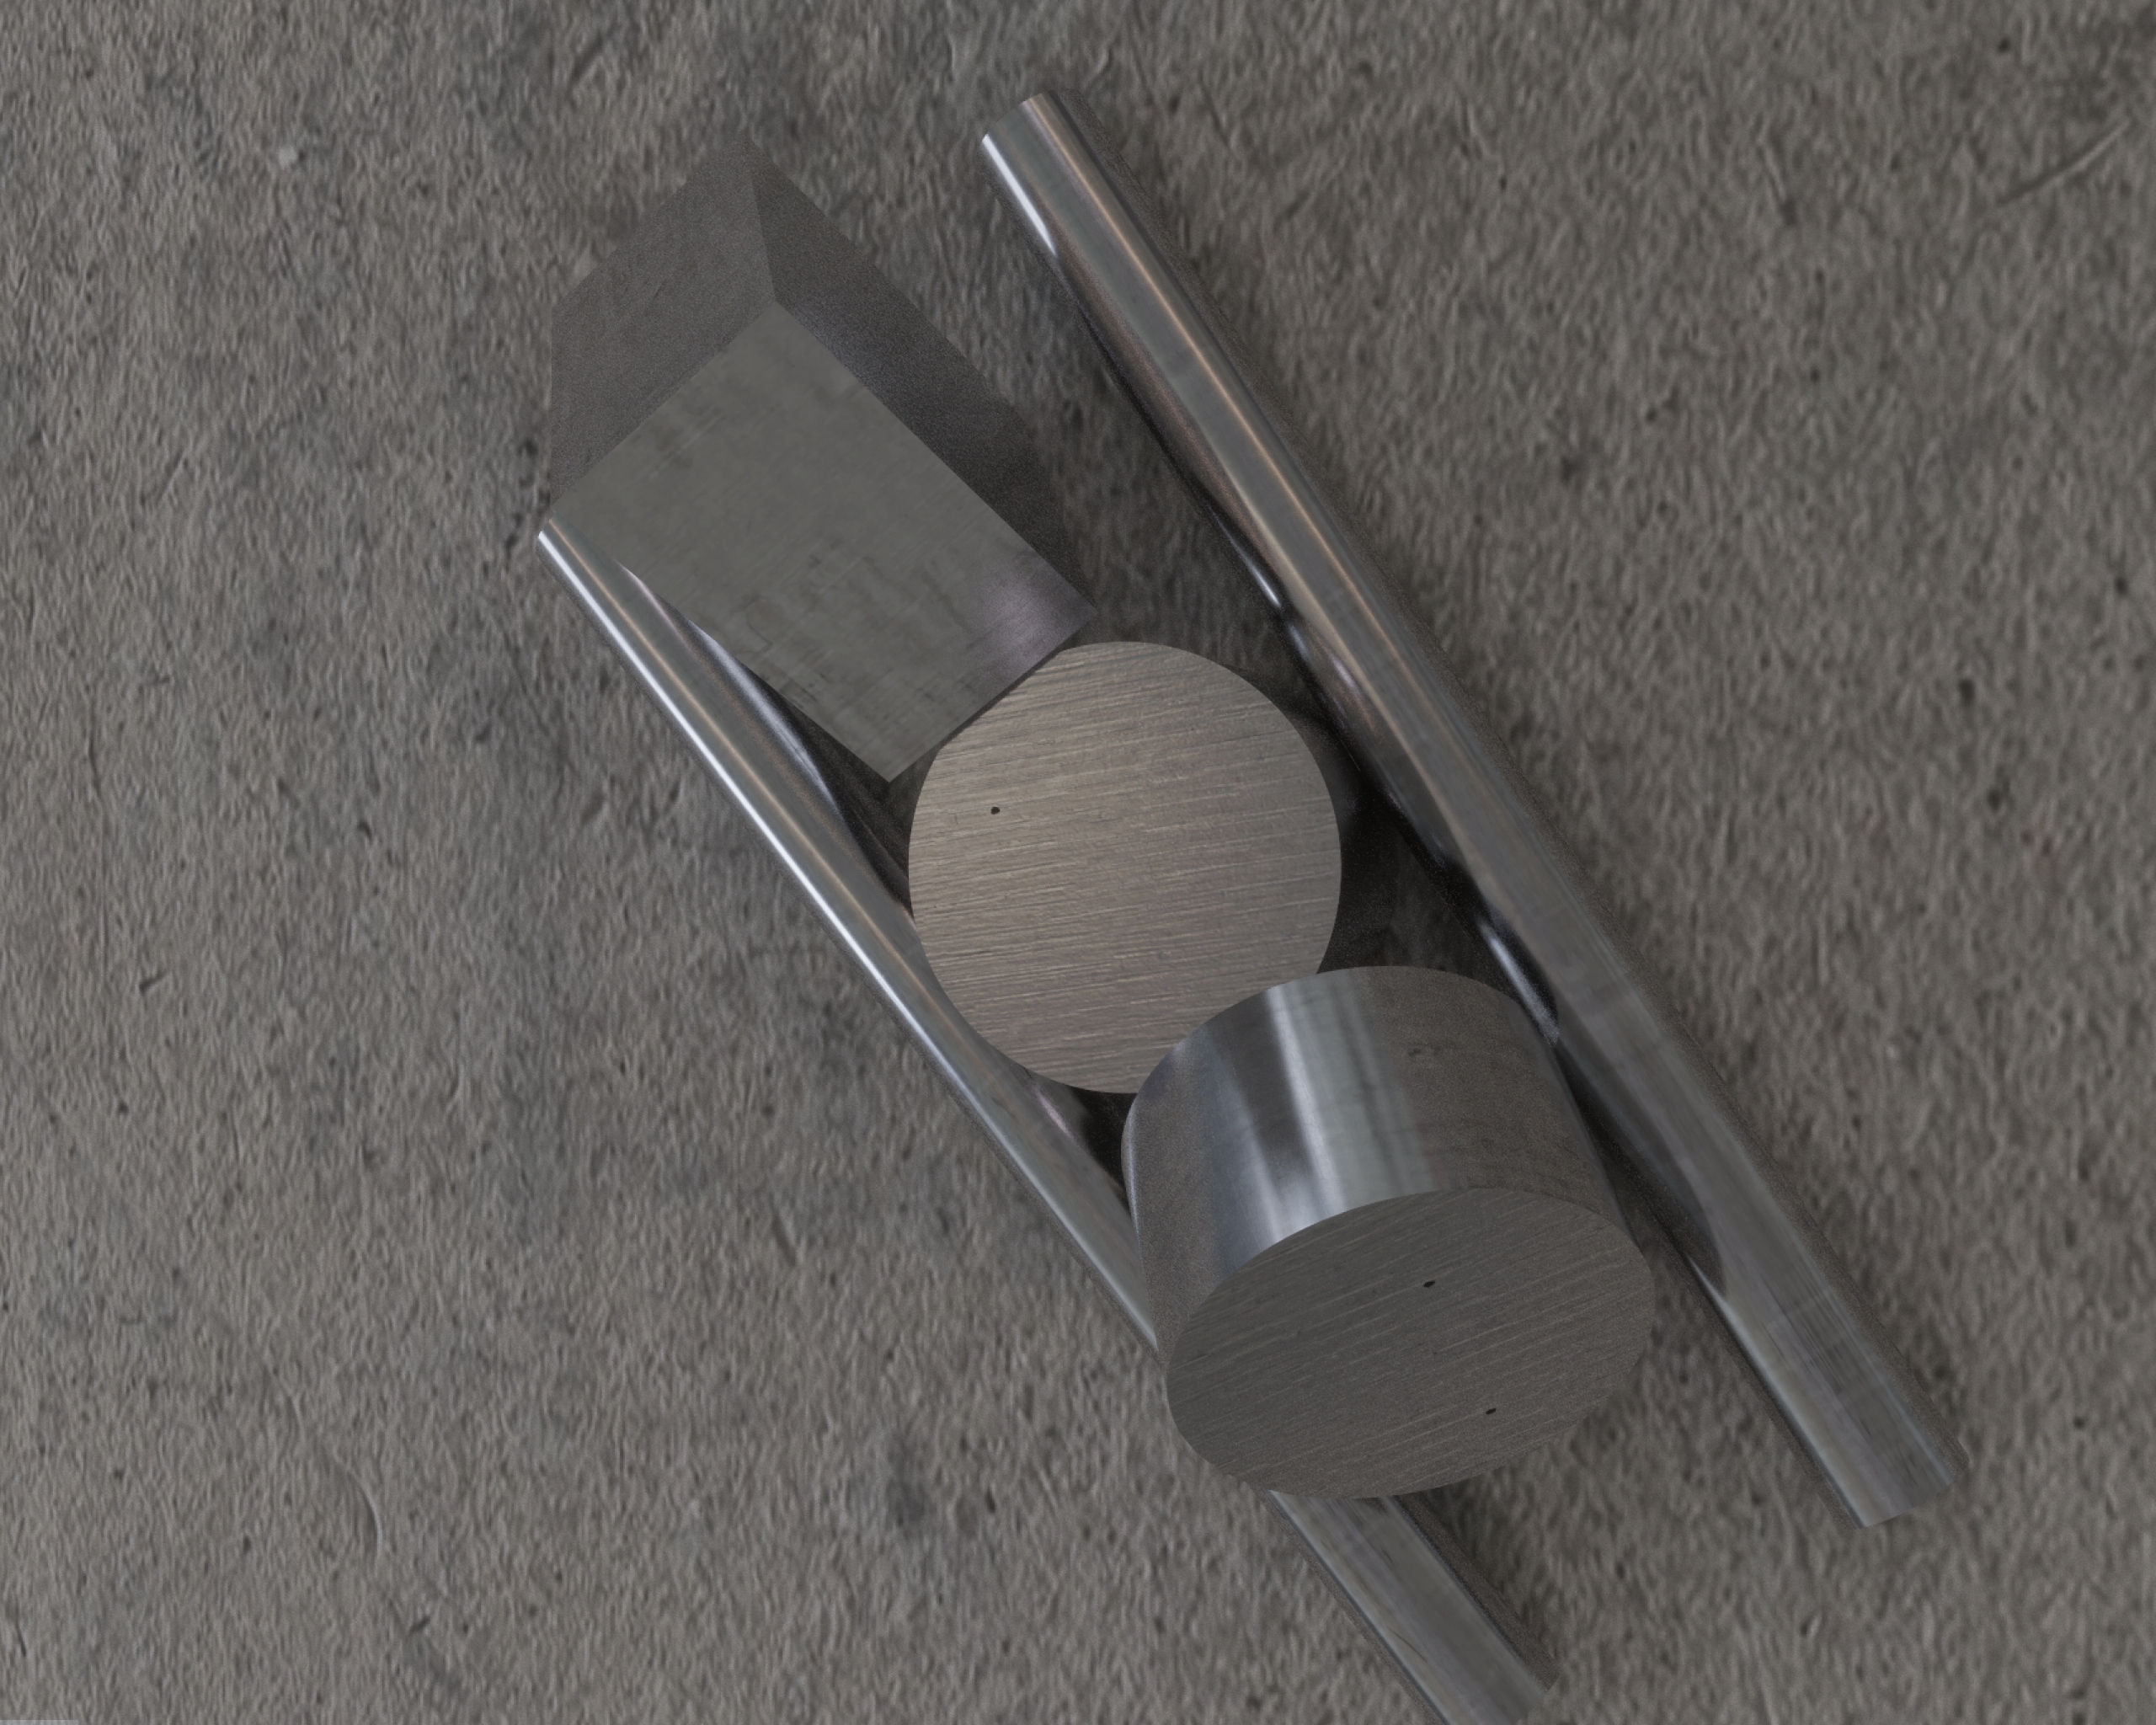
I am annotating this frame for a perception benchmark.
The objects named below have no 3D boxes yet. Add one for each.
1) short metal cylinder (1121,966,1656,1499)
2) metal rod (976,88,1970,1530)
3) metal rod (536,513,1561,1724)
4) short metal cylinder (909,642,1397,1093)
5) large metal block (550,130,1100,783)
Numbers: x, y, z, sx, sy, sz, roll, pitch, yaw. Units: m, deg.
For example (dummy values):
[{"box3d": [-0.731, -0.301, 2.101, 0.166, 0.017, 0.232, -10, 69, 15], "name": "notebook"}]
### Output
[{"box3d": [0.051, 0.064, 0.356, 0.080, 0.080, 0.050, -33, 37, 17], "name": "short metal cylinder"}, {"box3d": [0.066, -0.018, 0.386, 0.025, 0.025, 0.299, -34, 79, 17], "name": "metal rod"}, {"box3d": [-0.013, 0.041, 0.414, 0.025, 0.025, 0.300, -42, 77, 15], "name": "metal rod"}, {"box3d": [0.016, 0.001, 0.391, 0.080, 0.050, 0.080, 0, 90, 20], "name": "short metal cylinder"}, {"box3d": [-0.048, -0.075, 0.381, 0.050, 0.080, 0.080, -38, 36, 16], "name": "large metal block"}]
